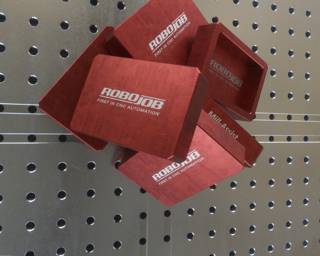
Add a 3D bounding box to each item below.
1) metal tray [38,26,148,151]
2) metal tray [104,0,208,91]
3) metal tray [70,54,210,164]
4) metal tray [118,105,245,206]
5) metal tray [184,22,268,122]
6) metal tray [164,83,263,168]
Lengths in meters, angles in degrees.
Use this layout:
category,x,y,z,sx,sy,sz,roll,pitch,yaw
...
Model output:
category,x,y,z,sx,sy,sz,roll,pitch,yaw
metal tray,-0.072,-0.048,0.383,0.090,0.030,0.130,41,77,-17
metal tray,0.005,-0.114,0.391,0.090,0.030,0.130,49,61,-17
metal tray,-0.024,-0.024,0.323,0.030,0.130,0.090,30,76,-61
metal tray,0.023,0.038,0.370,0.090,0.129,0.030,40,39,-16
metal tray,0.091,-0.070,0.417,0.131,0.030,0.090,22,82,-41
metal tray,0.057,-0.003,0.398,0.130,0.090,0.030,40,77,-16
